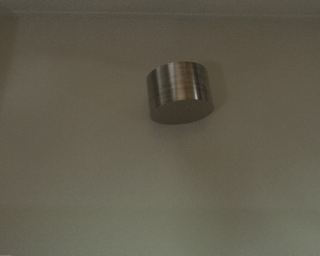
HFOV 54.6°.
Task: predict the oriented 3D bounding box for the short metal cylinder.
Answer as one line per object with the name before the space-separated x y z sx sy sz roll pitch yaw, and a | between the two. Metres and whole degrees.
short metal cylinder | 0.025 -0.042 0.396 0.080 0.080 0.050 -6 70 -2
